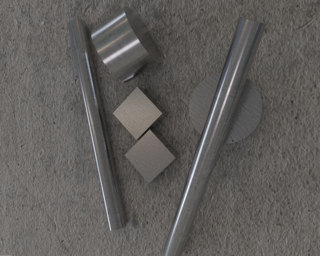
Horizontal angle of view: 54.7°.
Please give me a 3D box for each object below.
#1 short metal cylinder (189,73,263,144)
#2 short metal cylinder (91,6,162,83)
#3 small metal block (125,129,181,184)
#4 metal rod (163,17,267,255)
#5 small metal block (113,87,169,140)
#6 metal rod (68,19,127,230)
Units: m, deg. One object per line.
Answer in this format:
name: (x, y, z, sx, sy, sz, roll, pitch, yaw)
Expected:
short metal cylinder: (0.080, -0.022, 0.367, 0.080, 0.050, 0.079, 0, 90, 20)
short metal cylinder: (-0.041, -0.105, 0.394, 0.050, 0.080, 0.080, -29, 81, 18)
small metal block: (-0.009, 0.037, 0.412, 0.050, 0.025, 0.050, -46, 76, 14)
metal rod: (0.050, 0.033, 0.343, 0.025, 0.025, 0.298, 23, 116, 18)
small metal block: (-0.026, -0.019, 0.418, 0.050, 0.025, 0.050, -46, 76, 14)
metal rod: (-0.090, -0.008, 0.440, 0.025, 0.025, 0.298, -14, 85, 19)
